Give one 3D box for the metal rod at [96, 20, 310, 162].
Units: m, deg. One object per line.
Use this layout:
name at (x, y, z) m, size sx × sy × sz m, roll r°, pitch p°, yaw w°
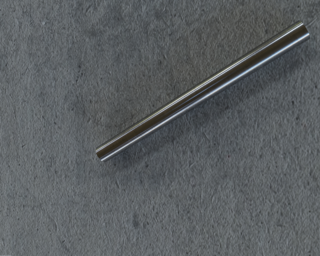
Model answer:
metal rod at (0.040, -0.037, 0.394) m, size 0.300 × 0.025 × 0.025 m, roll -31°, pitch 80°, yaw 17°
